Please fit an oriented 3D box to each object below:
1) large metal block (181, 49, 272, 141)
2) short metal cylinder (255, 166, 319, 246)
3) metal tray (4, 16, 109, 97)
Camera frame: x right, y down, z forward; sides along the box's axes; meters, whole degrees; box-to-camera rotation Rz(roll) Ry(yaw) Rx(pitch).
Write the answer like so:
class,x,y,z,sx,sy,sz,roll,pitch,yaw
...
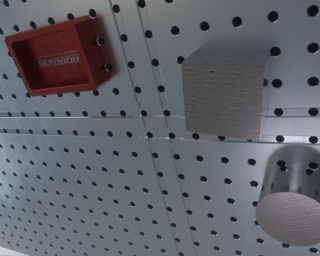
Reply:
class,x,y,z,sx,sy,sz,roll,pitch,yaw
large metal block,0.072,-0.038,0.334,0.080,0.050,0.079,8,122,24
short metal cylinder,0.159,0.092,0.368,0.080,0.050,0.079,13,124,21
metal tray,-0.142,-0.094,0.424,0.130,0.030,0.089,-1,118,29
